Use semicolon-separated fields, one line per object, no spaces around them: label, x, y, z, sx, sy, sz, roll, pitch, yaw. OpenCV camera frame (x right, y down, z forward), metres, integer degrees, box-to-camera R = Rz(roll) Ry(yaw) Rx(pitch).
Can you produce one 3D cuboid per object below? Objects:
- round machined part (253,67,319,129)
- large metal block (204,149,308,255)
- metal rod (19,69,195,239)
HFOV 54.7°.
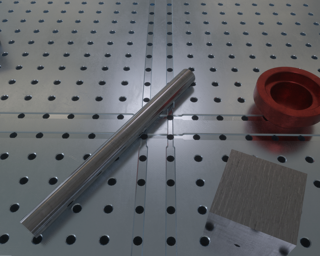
round machined part;0.179;-0.038;0.429;0.099;0.042;0.098;0;50;0
large metal block;0.100;0.079;0.325;0.080;0.050;0.080;19;52;15
metal rod;-0.046;0.012;0.396;0.025;0.025;0.301;30;56;22
